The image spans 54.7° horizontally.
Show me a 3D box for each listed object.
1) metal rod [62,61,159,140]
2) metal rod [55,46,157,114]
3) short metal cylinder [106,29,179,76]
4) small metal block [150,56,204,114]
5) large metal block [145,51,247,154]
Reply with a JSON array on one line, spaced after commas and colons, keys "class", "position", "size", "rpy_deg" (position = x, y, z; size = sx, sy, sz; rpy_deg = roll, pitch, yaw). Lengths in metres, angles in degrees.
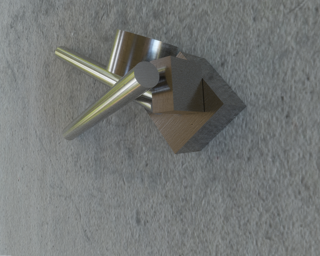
[{"class": "metal rod", "position": [-0.083, -0.019, 0.403], "size": [0.299, 0.025, 0.025], "rpy_deg": [-22, 76, 59]}, {"class": "metal rod", "position": [-0.086, -0.079, 0.438], "size": [0.300, 0.025, 0.025], "rpy_deg": [32, 110, 47]}, {"class": "short metal cylinder", "position": [-0.022, -0.088, 0.389], "size": [0.080, 0.081, 0.050], "rpy_deg": [26, 107, 36]}, {"class": "small metal block", "position": [0.018, -0.040, 0.305], "size": [0.025, 0.050, 0.050], "rpy_deg": [-5, 87, 40]}, {"class": "large metal block", "position": [0.036, -0.028, 0.357], "size": [0.080, 0.050, 0.080], "rpy_deg": [-49, 61, 30]}]
